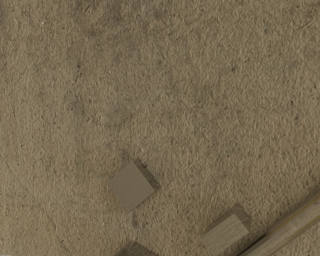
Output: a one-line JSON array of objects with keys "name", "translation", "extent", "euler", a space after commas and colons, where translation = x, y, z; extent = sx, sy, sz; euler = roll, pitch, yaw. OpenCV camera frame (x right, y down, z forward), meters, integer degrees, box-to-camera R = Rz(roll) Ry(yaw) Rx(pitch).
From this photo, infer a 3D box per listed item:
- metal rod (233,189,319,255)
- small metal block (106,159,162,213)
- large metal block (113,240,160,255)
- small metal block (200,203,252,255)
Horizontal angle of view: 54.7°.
[{"name": "metal rod", "translation": [0.140, 0.123, 0.359], "extent": [0.299, 0.025, 0.025], "euler": [-44, 76, 14]}, {"name": "small metal block", "translation": [-0.035, 0.078, 0.421], "extent": [0.050, 0.025, 0.050], "euler": [-42, 77, 15]}, {"name": "large metal block", "translation": [-0.044, 0.204, 0.395], "extent": [0.050, 0.080, 0.080], "euler": [23, 98, 18]}, {"name": "small metal block", "translation": [0.080, 0.119, 0.368], "extent": [0.050, 0.050, 0.025], "euler": [-41, 77, 15]}]
